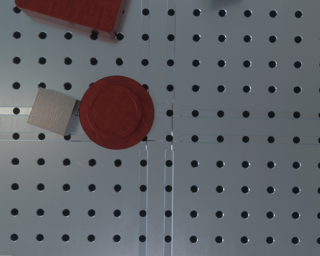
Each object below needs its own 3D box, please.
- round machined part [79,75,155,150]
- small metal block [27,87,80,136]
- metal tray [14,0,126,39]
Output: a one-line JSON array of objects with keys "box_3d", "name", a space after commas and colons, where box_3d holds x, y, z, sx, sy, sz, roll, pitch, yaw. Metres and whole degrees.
[{"box_3d": [-0.057, -0.020, 0.404, 0.099, 0.042, 0.097, 0, 90, 0], "name": "round machined part"}, {"box_3d": [-0.140, -0.022, 0.412, 0.050, 0.025, 0.050, 20, 90, 0], "name": "small metal block"}, {"box_3d": [-0.112, -0.181, 0.410, 0.131, 0.030, 0.090, 16, 90, 0], "name": "metal tray"}]
